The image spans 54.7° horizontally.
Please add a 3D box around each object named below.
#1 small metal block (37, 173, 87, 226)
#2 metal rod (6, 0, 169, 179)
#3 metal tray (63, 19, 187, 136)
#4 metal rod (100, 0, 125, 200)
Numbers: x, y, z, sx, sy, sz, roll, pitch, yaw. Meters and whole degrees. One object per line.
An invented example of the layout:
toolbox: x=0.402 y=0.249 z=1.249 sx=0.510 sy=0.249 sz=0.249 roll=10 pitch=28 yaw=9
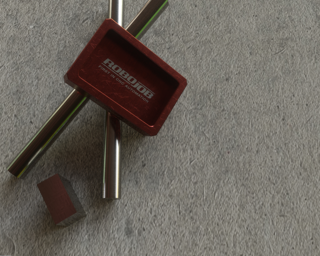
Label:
small metal block: x=-0.113 y=0.085 z=0.362 sx=0.025 sy=0.050 sz=0.050 roll=-30 pitch=73 yaw=-10
metal rod: x=-0.089 y=-0.061 z=0.407 sx=0.025 sy=0.025 sz=0.300 roll=36 pitch=82 yaw=12
metal tray: x=-0.040 y=-0.060 z=0.389 sx=0.130 sy=0.030 sz=0.090 roll=35 pitch=77 yaw=-20
metal rod: x=-0.063 y=-0.054 z=0.427 sx=0.025 sy=0.025 sz=0.299 roll=-1 pitch=70 yaw=-1
